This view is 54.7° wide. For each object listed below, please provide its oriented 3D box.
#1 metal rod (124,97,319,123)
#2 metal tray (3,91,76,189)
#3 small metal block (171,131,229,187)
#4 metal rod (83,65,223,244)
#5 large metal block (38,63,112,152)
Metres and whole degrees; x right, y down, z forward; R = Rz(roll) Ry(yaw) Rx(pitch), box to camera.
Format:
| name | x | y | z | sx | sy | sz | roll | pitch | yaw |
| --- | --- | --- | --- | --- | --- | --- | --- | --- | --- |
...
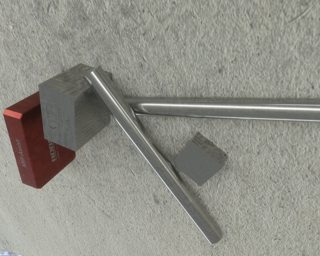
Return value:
| name | x | y | z | sx | sy | sz | roll | pitch | yaw |
| --- | --- | --- | --- | --- | --- | --- | --- | --- | --- |
| metal rod | 0.085 | -0.022 | 0.347 | 0.301 | 0.025 | 0.025 | 3 | 120 | 26 |
| metal tray | -0.173 | 0.014 | 0.461 | 0.030 | 0.090 | 0.129 | 15 | 125 | 20 |
| small metal block | 0.051 | 0.041 | 0.404 | 0.050 | 0.025 | 0.050 | 39 | 129 | 1 |
| metal rod | 0.001 | 0.048 | 0.413 | 0.025 | 0.025 | 0.299 | -20 | 115 | 35 |
| large metal block | -0.107 | -0.029 | 0.408 | 0.050 | 0.080 | 0.079 | 20 | 126 | 16 |
